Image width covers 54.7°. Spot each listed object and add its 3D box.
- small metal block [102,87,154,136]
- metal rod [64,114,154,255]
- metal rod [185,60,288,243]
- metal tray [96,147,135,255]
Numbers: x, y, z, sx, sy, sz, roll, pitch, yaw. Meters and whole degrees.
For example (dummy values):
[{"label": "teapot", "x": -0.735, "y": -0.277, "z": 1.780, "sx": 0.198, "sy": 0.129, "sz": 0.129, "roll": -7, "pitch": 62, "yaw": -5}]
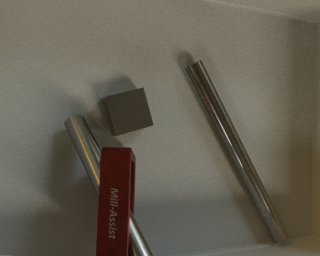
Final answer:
[{"label": "small metal block", "x": -0.041, "y": -0.021, "z": 0.396, "sx": 0.050, "sy": 0.025, "sz": 0.050, "roll": -17, "pitch": 96, "yaw": -20}, {"label": "metal rod", "x": -0.032, "y": 0.110, "z": 0.319, "sx": 0.025, "sy": 0.025, "sz": 0.299, "roll": -23, "pitch": 67, "yaw": -19}, {"label": "metal rod", "x": 0.116, "y": 0.041, "z": 0.455, "sx": 0.025, "sy": 0.025, "sz": 0.299, "roll": -32, "pitch": 101, "yaw": -17}, {"label": "metal tray", "x": -0.046, "y": 0.091, "z": 0.343, "sx": 0.030, "sy": 0.090, "sz": 0.129, "roll": 1, "pitch": 78, "yaw": -1}]
